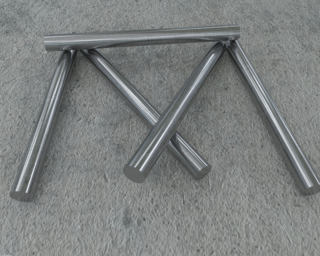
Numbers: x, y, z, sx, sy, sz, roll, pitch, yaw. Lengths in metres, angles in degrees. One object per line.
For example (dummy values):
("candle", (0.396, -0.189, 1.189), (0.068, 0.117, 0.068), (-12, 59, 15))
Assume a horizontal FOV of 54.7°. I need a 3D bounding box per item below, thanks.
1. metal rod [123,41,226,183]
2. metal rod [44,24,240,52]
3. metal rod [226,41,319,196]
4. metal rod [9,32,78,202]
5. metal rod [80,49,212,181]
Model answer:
("metal rod", (0.036, -0.044, 0.415), (0.025, 0.025, 0.301), (20, 45, 16))
("metal rod", (-0.025, -0.142, 0.488), (0.302, 0.025, 0.025), (-5, 50, -4))
("metal rod", (0.144, -0.043, 0.440), (0.025, 0.025, 0.300), (-8, 50, -7))
("metal rod", (-0.149, -0.040, 0.435), (0.025, 0.025, 0.300), (1, 50, 0))
("metal rod", (-0.037, -0.042, 0.437), (0.025, 0.025, 0.300), (-29, 56, -22))
